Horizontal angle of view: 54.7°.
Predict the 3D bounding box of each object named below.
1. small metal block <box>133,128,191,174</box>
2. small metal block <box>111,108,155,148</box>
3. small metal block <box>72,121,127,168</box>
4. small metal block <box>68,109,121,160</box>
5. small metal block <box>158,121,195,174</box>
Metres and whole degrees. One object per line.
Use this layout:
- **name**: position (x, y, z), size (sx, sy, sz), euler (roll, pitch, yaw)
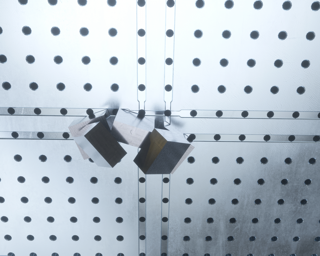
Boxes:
- **small metal block**: position (0.003, 0.030, 0.383), size (0.050, 0.025, 0.050), euler (11, 118, -52)
- **small metal block**: position (-0.035, 0.001, 0.400), size (0.050, 0.050, 0.025), euler (18, 109, -7)
- **small metal block**: position (-0.074, 0.021, 0.377), size (0.025, 0.050, 0.050), euler (-46, 108, -25)
- **small metal block**: position (-0.086, 0.009, 0.416), size (0.050, 0.025, 0.050), euler (-18, 109, 6)
- **small metal block**: position (0.011, 0.027, 0.424), size (0.050, 0.025, 0.050), euler (34, 106, -12)
